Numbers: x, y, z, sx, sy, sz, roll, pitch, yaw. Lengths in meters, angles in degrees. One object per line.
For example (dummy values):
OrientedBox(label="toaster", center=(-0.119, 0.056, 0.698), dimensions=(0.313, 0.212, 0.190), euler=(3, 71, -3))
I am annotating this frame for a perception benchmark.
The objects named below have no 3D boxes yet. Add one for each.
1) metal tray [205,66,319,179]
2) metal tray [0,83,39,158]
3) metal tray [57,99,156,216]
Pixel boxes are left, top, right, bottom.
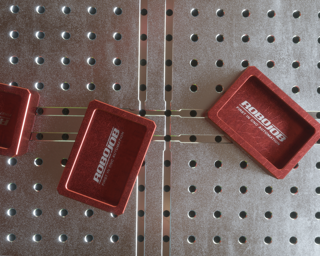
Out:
OrientedBox(label="metal tray", center=(0.137, -0.007, 0.412), dimensions=(0.130, 0.030, 0.090), euler=(41, 90, -1))
OrientedBox(label="metal tray", center=(-0.237, -0.019, 0.407), dimensions=(0.131, 0.030, 0.089), euler=(13, 90, -1))
OrientedBox(label="metal tray", center=(-0.068, 0.038, 0.409), dimensions=(0.090, 0.030, 0.129), euler=(21, 90, -1))
